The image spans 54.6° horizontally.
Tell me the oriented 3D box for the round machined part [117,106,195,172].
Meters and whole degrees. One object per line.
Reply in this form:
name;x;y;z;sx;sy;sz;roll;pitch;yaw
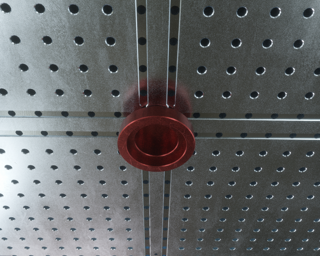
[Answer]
round machined part;-0.005;0.010;0.408;0.099;0.042;0.097;0;130;0
